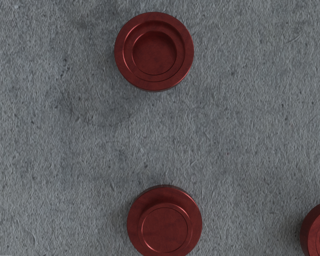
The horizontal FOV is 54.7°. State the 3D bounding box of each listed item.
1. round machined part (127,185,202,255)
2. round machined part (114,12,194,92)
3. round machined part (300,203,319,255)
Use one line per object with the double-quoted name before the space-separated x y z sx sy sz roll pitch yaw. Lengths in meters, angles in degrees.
"round machined part" 0.006 0.126 0.401 0.099 0.042 0.097 0 90 0
"round machined part" -0.007 -0.095 0.401 0.099 0.042 0.097 0 90 0
"round machined part" 0.231 0.141 0.403 0.099 0.042 0.097 0 90 0
